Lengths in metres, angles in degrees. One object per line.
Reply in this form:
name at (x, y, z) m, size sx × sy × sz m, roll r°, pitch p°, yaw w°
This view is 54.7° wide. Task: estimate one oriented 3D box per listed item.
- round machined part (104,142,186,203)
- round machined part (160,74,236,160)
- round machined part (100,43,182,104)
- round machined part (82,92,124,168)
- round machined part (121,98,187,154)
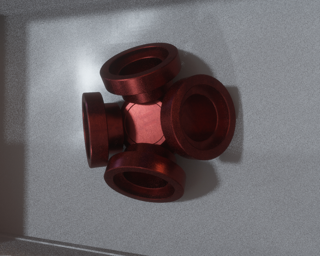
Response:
round machined part at (-0.016, 0.054, 0.384) m, size 0.098 × 0.098 × 0.042 m, roll -1°, pitch 54°, yaw 19°
round machined part at (0.040, -0.012, 0.366) m, size 0.042 × 0.099 × 0.097 m, roll -4°, pitch 89°, yaw 55°
round machined part at (-0.021, -0.066, 0.386) m, size 0.098 × 0.098 × 0.042 m, roll -4°, pitch 127°, yaw 19°
round machined part at (-0.075, 0.002, 0.405) m, size 0.042 × 0.098 × 0.097 m, roll -5°, pitch 88°, yaw -18°
round machined part at (-0.011, -0.006, 0.402) m, size 0.098 × 0.042 × 0.097 m, roll 0°, pitch 90°, yaw 19°
